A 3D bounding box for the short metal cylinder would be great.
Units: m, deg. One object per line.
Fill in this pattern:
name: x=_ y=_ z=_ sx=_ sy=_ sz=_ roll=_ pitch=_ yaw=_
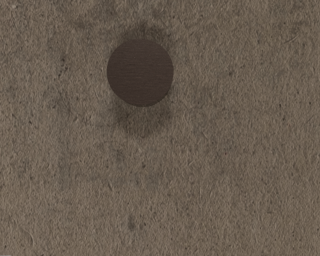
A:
short metal cylinder: x=-0.024 y=-0.068 z=0.397 sx=0.081 sy=0.050 sz=0.079 roll=0 pitch=90 yaw=-1
